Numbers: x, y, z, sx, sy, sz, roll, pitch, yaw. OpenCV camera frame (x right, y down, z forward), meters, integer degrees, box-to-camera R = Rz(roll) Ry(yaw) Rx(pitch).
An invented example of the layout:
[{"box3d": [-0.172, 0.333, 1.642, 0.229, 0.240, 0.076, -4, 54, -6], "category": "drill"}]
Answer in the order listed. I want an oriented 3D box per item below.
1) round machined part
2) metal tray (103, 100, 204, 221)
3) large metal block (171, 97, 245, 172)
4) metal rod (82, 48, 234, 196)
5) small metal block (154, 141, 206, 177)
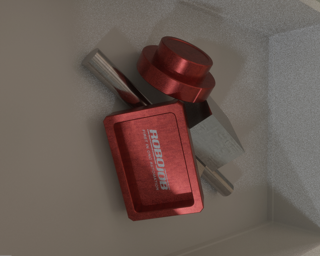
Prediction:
[{"box3d": [0.025, -0.076, 0.377, 0.099, 0.098, 0.042, -3, 132, -40], "category": "round machined part"}, {"box3d": [-0.005, 0.039, 0.362, 0.030, 0.090, 0.129, -58, 137, -75], "category": "metal tray"}, {"box3d": [0.061, -0.002, 0.416, 0.080, 0.050, 0.080, 44, 21, -31], "category": "large metal block"}, {"box3d": [0.015, 0.010, 0.419, 0.300, 0.025, 0.025, 44, 63, -31], "category": "metal rod"}, {"box3d": [0.025, 0.042, 0.411, 0.050, 0.050, 0.025, 46, 63, -31], "category": "small metal block"}]
